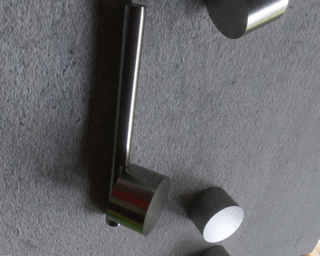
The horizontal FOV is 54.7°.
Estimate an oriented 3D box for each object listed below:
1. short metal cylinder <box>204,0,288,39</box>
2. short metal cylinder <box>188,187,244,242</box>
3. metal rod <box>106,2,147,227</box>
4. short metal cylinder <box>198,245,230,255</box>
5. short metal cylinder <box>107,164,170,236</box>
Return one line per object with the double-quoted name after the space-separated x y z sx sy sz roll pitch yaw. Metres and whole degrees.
0.089 -0.143 0.331 0.050 0.080 0.080 -28 128 -11 "short metal cylinder"
0.096 0.150 0.536 0.081 0.050 0.079 -14 124 -21 "short metal cylinder"
-0.046 0.005 0.384 0.025 0.025 0.298 -6 121 -26 "metal rod"
0.114 0.288 0.632 0.081 0.050 0.079 -14 124 -21 "short metal cylinder"
-0.026 0.093 0.408 0.080 0.050 0.080 18 91 -72 "short metal cylinder"
